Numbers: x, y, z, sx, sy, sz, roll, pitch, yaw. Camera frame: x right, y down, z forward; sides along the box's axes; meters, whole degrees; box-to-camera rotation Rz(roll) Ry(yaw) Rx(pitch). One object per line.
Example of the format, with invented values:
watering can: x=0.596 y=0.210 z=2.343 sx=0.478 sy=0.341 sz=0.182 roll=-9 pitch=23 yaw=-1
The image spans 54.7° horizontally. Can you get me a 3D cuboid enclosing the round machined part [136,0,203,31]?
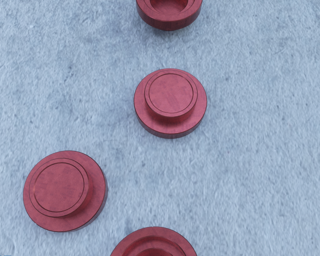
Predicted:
round machined part: x=0.013 y=-0.187 z=0.468 sx=0.099 sy=0.042 sz=0.098 roll=0 pitch=70 yaw=-1

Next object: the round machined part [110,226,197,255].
round machined part: x=-0.006 y=0.160 z=0.329 sx=0.099 sy=0.042 sz=0.098 roll=-4 pitch=49 yaw=5

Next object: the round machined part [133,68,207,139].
round machined part: x=0.014 y=-0.038 z=0.413 sx=0.099 sy=0.042 sz=0.098 roll=0 pitch=70 yaw=-1

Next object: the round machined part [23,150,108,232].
round machined part: x=-0.115 y=0.074 z=0.371 sx=0.099 sy=0.042 sz=0.098 roll=0 pitch=70 yaw=-1
